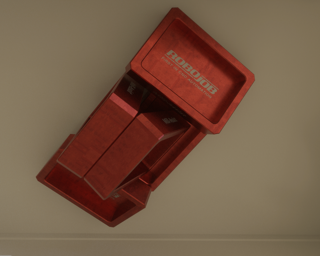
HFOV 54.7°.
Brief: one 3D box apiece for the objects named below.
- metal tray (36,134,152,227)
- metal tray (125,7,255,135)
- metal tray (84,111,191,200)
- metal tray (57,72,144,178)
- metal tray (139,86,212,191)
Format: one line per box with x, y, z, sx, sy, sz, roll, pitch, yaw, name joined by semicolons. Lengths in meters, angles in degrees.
-0.089;0.075;0.415;0.130;0.030;0.090;38;130;-14;metal tray
0.037;-0.064;0.365;0.130;0.030;0.090;37;80;-13;metal tray
-0.018;0.024;0.349;0.030;0.130;0.090;45;105;9;metal tray
-0.060;-0.012;0.347;0.030;0.130;0.090;39;106;-13;metal tray
-0.006;0.012;0.411;0.090;0.030;0.130;37;105;-13;metal tray
